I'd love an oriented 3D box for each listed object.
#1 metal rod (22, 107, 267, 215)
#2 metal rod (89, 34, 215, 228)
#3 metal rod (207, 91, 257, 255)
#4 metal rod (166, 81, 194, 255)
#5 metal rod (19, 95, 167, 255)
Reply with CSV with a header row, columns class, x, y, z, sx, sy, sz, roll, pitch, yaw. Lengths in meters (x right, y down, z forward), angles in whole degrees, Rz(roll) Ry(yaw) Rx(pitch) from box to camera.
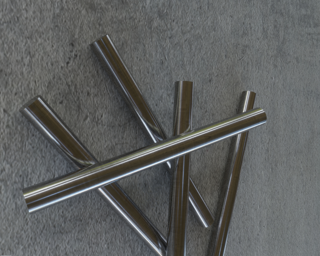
class,x,y,z,sx,sy,sz,roll,pitch,yaw
metal rod,0.005,0.026,0.353,0.302,0.025,0.025,-18,102,-26
metal rod,0.001,0.020,0.405,0.025,0.025,0.299,-45,117,-31
metal rod,0.116,0.082,0.501,0.025,0.025,0.299,24,75,-38
metal rod,0.024,0.091,0.390,0.025,0.025,0.298,5,87,-40
metal rod,-0.048,0.086,0.364,0.025,0.025,0.299,-50,120,-28
